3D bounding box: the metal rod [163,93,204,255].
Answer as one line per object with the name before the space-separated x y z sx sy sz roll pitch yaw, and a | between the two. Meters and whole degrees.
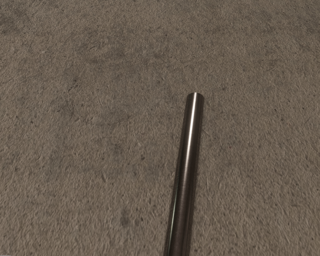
metal rod | 0.026 0.072 0.342 0.025 0.025 0.300 7 50 6
